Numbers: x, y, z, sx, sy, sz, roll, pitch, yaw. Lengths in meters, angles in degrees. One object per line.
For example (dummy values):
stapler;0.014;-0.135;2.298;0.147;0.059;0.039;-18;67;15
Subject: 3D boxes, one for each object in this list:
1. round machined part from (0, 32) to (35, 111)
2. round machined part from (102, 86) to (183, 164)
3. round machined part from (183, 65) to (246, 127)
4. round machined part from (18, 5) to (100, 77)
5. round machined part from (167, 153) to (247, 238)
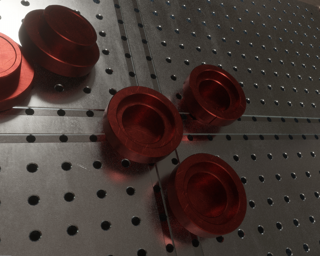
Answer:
round machined part;-0.189;-0.069;0.338;0.099;0.042;0.098;14;56;-21
round machined part;-0.024;-0.001;0.386;0.099;0.042;0.098;14;56;-21
round machined part;0.077;-0.044;0.468;0.099;0.042;0.098;14;56;-21
round machined part;-0.119;-0.114;0.388;0.098;0.042;0.098;28;39;-25
round machined part;0.052;0.083;0.376;0.099;0.042;0.098;14;56;-21
